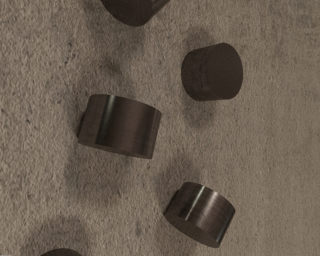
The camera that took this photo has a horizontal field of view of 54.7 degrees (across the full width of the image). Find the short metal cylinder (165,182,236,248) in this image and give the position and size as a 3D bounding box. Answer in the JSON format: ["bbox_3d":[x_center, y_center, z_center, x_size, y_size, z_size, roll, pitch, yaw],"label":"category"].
[{"bbox_3d":[0.054,0.117,0.417,0.080,0.080,0.050,49,61,-29],"label":"short metal cylinder"}]

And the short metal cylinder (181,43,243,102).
[{"bbox_3d":[0.077,-0.080,0.456,0.081,0.050,0.079,0,90,-40],"label":"short metal cylinder"}]

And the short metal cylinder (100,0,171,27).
[{"bbox_3d":[-0.028,-0.163,0.347,0.050,0.080,0.080,-52,121,-27],"label":"short metal cylinder"}]

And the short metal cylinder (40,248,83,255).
[{"bbox_3d":[-0.096,0.169,0.310,0.081,0.050,0.079,0,90,-40],"label":"short metal cylinder"}]

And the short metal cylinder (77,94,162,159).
[{"bbox_3d":[-0.043,0.001,0.335,0.080,0.080,0.050,20,77,-39],"label":"short metal cylinder"}]
